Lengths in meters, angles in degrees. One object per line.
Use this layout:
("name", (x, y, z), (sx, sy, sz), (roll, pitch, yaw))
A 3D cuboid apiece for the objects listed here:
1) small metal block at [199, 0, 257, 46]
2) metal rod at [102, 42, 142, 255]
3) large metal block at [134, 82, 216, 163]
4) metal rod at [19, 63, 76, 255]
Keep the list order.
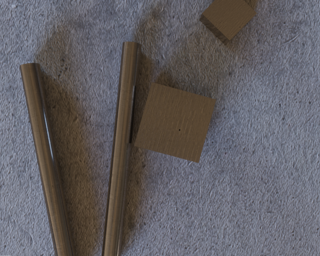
("small metal block", (0.089, -0.148, 0.411), (0.050, 0.025, 0.050), (44, 90, -1))
("metal rod", (-0.052, 0.038, 0.409), (0.025, 0.025, 0.298), (6, 90, -1))
("large metal block", (0.018, -0.007, 0.398), (0.080, 0.050, 0.080), (15, 90, -1))
("metal rod", (-0.144, 0.064, 0.408), (0.025, 0.025, 0.298), (-11, 90, 0))
